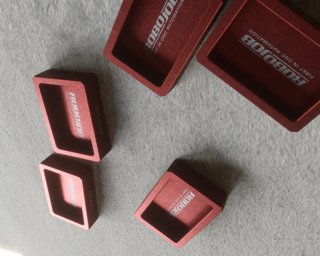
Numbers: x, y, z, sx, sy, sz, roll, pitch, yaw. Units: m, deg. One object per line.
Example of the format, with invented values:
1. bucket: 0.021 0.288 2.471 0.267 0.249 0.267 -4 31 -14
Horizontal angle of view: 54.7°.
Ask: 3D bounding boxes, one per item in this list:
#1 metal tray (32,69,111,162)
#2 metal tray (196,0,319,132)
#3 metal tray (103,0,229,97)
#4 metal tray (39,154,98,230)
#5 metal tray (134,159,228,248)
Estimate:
1. metal tray: -0.127 -0.017 0.457 0.090 0.030 0.129 9 122 23
2. metal tray: 0.113 -0.067 0.302 0.130 0.030 0.089 38 129 2
3. metal tray: 0.001 -0.109 0.334 0.090 0.030 0.129 36 129 3
4. metal tray: -0.162 0.116 0.558 0.090 0.030 0.129 15 125 19
5. metal tray: 0.027 0.116 0.459 0.090 0.030 0.129 36 129 4
